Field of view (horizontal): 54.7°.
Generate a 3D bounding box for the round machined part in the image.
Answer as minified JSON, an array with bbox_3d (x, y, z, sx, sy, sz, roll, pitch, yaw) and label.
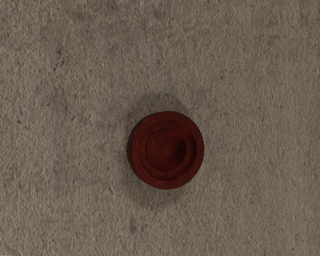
[{"bbox_3d":[0.004,0.027,0.403,0.099,0.042,0.097,0,90,-21],"label":"round machined part"}]
